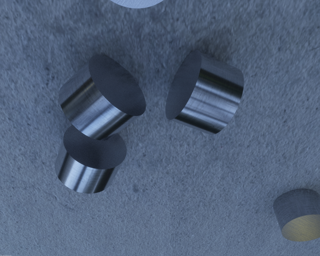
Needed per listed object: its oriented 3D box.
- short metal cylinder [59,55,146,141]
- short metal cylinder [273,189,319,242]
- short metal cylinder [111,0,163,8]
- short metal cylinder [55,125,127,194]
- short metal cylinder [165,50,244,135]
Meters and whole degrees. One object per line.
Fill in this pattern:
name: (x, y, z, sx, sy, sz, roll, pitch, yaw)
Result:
short metal cylinder: (-0.062, -0.033, 0.342, 0.050, 0.080, 0.080, -36, 122, 26)
short metal cylinder: (0.238, 0.147, 0.520, 0.081, 0.050, 0.079, 0, 130, 0)
short metal cylinder: (-0.020, -0.150, 0.262, 0.081, 0.050, 0.079, 0, 130, 0)
short metal cylinder: (-0.090, 0.037, 0.402, 0.081, 0.080, 0.050, 18, 128, -16)
short metal cylinder: (0.046, -0.038, 0.339, 0.050, 0.080, 0.079, 20, 127, -17)
